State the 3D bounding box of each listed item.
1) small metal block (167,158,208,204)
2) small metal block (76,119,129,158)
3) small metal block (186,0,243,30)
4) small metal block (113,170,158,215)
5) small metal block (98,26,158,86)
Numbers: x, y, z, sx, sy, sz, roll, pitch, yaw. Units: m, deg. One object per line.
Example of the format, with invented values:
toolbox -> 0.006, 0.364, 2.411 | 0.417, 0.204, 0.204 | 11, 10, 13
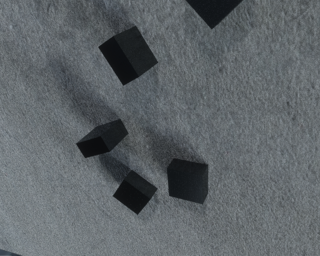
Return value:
small metal block -> 0.039, 0.074, 0.431 | 0.050, 0.025, 0.050 | 9, 122, 23
small metal block -> -0.081, 0.015, 0.441 | 0.050, 0.050, 0.025 | -16, 110, 34
small metal block -> 0.054, -0.133, 0.295 | 0.050, 0.025, 0.050 | 47, 129, -5
small metal block -> -0.040, 0.102, 0.489 | 0.050, 0.025, 0.050 | 36, 129, 3
small metal block -> -0.035, -0.084, 0.356 | 0.025, 0.050, 0.050 | -23, 106, 36
